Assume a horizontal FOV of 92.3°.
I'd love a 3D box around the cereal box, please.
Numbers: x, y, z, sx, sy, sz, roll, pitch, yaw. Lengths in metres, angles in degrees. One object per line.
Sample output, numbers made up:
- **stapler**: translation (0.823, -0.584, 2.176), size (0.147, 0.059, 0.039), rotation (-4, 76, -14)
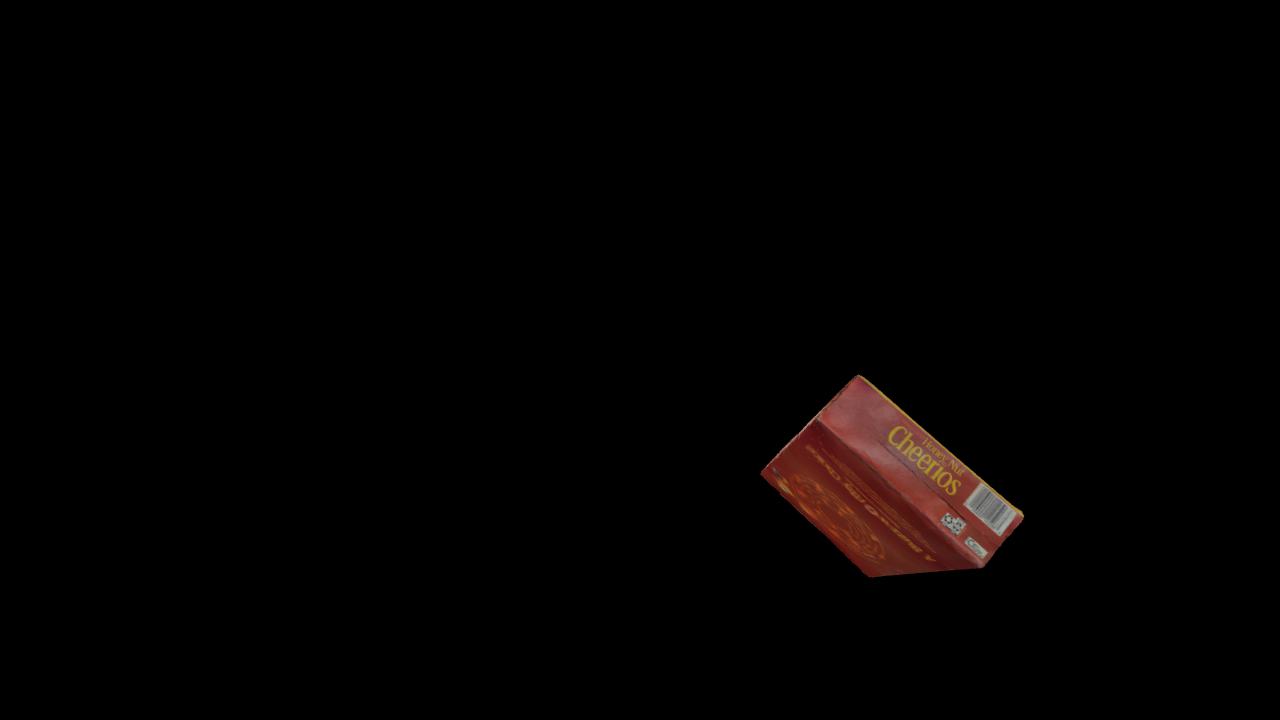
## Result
- **cereal box**: translation (0.266, 0.154, 0.729), size (0.081, 0.203, 0.306), rotation (-43, -16, -14)
